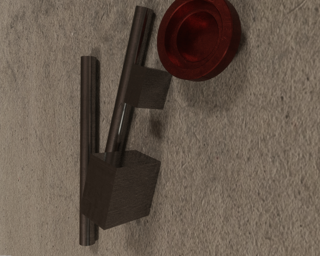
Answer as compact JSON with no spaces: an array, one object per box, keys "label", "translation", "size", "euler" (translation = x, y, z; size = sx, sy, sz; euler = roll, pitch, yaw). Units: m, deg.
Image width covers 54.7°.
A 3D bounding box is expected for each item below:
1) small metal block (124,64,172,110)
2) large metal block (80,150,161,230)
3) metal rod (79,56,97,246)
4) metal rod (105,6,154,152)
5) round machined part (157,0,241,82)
[{"label":"small metal block","translation":[-0.015,-0.052,0.399],"size":[0.025,0.050,0.050],"euler":[24,105,37]},{"label":"large metal block","translation":[-0.051,0.077,0.409],"size":[0.050,0.081,0.079],"euler":[21,103,38]},{"label":"metal rod","translation":[-0.116,0.036,0.497],"size":[0.025,0.025,0.298],"euler":[1,91,39]},{"label":"metal rod","translation":[-0.055,-0.020,0.448],"size":[0.025,0.025,0.298],"euler":[22,104,37]},{"label":"round machined part","translation":[0.047,-0.101,0.353],"size":[0.098,0.042,0.097],"euler":[0,90,39]}]
